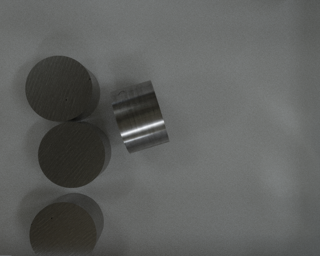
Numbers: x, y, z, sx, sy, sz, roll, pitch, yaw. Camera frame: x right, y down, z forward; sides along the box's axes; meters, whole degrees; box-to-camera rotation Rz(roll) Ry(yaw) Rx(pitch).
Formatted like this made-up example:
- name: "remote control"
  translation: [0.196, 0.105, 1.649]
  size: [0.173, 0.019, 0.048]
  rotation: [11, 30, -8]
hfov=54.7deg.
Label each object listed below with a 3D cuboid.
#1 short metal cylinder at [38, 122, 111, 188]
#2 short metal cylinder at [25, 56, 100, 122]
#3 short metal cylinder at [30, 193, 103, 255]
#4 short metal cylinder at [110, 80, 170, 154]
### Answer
- name: "short metal cylinder"
  translation: [-0.106, 0.032, 0.398]
  size: [0.081, 0.050, 0.079]
  rotation: [0, 90, -1]
- name: "short metal cylinder"
  translation: [-0.122, -0.048, 0.397]
  size: [0.081, 0.050, 0.079]
  rotation: [0, 90, -1]
- name: "short metal cylinder"
  translation: [-0.117, 0.129, 0.398]
  size: [0.081, 0.050, 0.079]
  rotation: [0, 90, -1]
- name: "short metal cylinder"
  translation: [-0.024, -0.014, 0.384]
  size: [0.050, 0.080, 0.080]
  rotation: [-17, 90, 0]
